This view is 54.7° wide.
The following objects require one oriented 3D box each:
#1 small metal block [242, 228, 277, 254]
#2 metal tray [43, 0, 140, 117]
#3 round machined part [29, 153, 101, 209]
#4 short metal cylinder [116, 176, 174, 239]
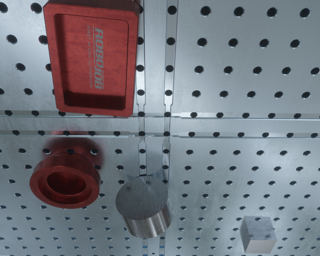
[{"bbox_3d":[0.193,0.220,0.602,0.050,0.025,0.050,1,130,-2],"label":"small metal block"},{"bbox_3d":[-0.072,-0.074,0.343,0.091,0.030,0.129,4,130,-4],"label":"metal tray"},{"bbox_3d":[-0.137,0.075,0.462,0.099,0.042,0.097,-1,130,0],"label":"round machined part"},{"bbox_3d":[-0.023,0.121,0.479,0.080,0.080,0.050,-8,130,6],"label":"short metal cylinder"}]
